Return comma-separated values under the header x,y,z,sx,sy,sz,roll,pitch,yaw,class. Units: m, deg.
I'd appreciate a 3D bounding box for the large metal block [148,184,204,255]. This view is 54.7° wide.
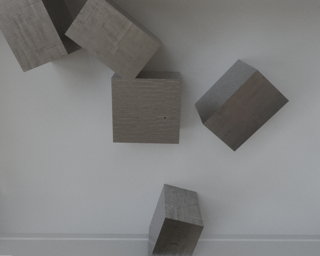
x,y,z,sx,sy,sz,roll,pitch,yaw,class
0.019,0.138,0.433,0.050,0.080,0.079,16,109,-6,large metal block

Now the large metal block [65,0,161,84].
x,y,z,sx,sy,sz,roll,pitch,yaw,class
-0.047,-0.101,0.344,0.080,0.080,0.050,37,106,-13,large metal block

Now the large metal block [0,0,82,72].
x,y,z,sx,sy,sz,roll,pitch,yaw,class
-0.131,-0.114,0.338,0.050,0.080,0.080,-20,109,7,large metal block

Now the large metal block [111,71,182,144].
x,y,z,sx,sy,sz,roll,pitch,yaw,class
-0.016,-0.027,0.388,0.081,0.050,0.079,1,110,-1,large metal block

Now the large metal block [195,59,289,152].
x,y,z,sx,sy,sz,roll,pitch,yaw,class
0.092,-0.030,0.372,0.050,0.080,0.080,40,105,-14,large metal block
